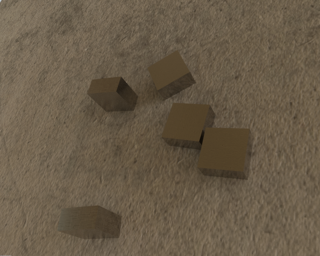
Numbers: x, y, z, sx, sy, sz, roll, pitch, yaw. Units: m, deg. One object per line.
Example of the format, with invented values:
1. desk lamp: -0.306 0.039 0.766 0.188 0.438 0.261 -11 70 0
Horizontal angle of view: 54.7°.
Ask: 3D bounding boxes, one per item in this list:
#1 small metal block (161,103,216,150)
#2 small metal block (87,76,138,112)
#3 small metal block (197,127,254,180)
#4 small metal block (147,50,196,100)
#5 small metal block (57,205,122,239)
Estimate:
1. small metal block: 0.036 -0.003 0.386 0.050 0.025 0.050 6 64 30
2. small metal block: -0.068 -0.048 0.451 0.050 0.050 0.025 -1 62 27
3. small metal block: 0.074 0.028 0.347 0.050 0.025 0.050 2 62 28
4. small metal block: 0.016 -0.075 0.441 0.050 0.025 0.050 -29 52 9
5. small metal block: -0.080 0.111 0.360 0.050 0.050 0.025 -11 58 22
